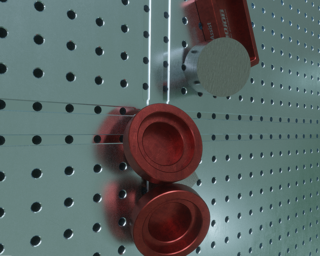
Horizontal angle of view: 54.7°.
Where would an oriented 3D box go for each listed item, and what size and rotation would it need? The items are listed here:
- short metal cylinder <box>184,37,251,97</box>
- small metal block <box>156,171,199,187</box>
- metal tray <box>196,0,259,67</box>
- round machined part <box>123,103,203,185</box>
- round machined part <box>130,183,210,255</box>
[{"bbox_3d":[0.081,-0.086,0.443,0.081,0.050,0.079,-3,101,-16],"label":"short metal cylinder"},{"bbox_3d":[0.021,0.067,0.429,0.050,0.025,0.050,-43,116,-32],"label":"small metal block"},{"bbox_3d":[0.113,-0.155,0.502,0.091,0.030,0.129,-28,108,-37],"label":"metal tray"},{"bbox_3d":[0.000,0.022,0.386,0.099,0.042,0.098,9,68,-24],"label":"round machined part"},{"bbox_3d":[0.010,0.114,0.392,0.099,0.042,0.097,-5,107,-16],"label":"round machined part"}]
